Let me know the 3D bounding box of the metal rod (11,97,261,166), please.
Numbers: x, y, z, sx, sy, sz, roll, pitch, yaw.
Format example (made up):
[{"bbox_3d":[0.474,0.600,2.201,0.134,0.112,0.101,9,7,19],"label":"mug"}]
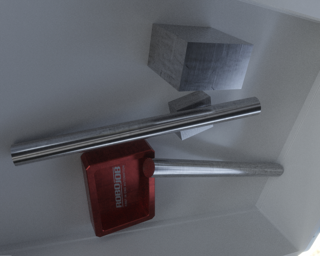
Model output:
[{"bbox_3d":[-0.017,0.000,0.376,0.302,0.025,0.025,-12,124,-14],"label":"metal rod"}]

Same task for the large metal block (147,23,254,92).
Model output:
[{"bbox_3d":[0.041,-0.081,0.347,0.081,0.080,0.050,-6,121,-26],"label":"large metal block"}]

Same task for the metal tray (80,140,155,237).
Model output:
[{"bbox_3d":[-0.054,0.084,0.429,0.091,0.030,0.129,-14,124,-21],"label":"metal tray"}]

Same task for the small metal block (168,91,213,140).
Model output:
[{"bbox_3d":[0.043,-0.018,0.423,0.050,0.025,0.050,-23,127,-15],"label":"small metal block"}]

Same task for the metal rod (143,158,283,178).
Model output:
[{"bbox_3d":[0.102,0.065,0.486,0.302,0.025,0.025,7,115,-39],"label":"metal rod"}]
